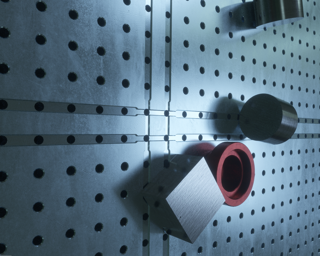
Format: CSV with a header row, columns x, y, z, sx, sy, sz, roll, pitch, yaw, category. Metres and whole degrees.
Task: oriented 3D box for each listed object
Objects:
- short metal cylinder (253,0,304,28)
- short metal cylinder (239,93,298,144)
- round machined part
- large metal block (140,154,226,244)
x,y,z,sx,sy,sz,roll,pitch,yaw,category
0.208,-0.211,0.548,0.081,0.080,0.050,-16,101,-39,short metal cylinder
0.184,-0.014,0.527,0.050,0.080,0.080,12,82,-40,short metal cylinder
0.103,0.070,0.484,0.099,0.042,0.097,0,90,-41,round machined part
0.034,0.093,0.421,0.080,0.050,0.080,-43,116,-32,large metal block
